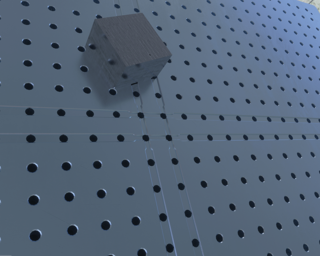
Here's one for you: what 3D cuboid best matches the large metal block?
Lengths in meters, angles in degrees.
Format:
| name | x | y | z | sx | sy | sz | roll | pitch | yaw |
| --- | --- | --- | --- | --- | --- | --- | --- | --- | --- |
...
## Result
| name | x | y | z | sx | sy | sz | roll | pitch | yaw |
| --- | --- | --- | --- | --- | --- | --- | --- | --- | --- |
| large metal block | -0.044 | -0.110 | 0.437 | 0.081 | 0.050 | 0.080 | -24 | 75 | -37 |
